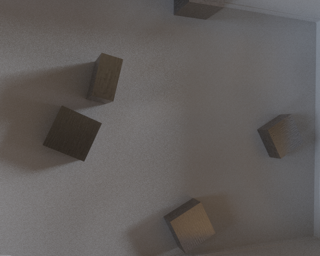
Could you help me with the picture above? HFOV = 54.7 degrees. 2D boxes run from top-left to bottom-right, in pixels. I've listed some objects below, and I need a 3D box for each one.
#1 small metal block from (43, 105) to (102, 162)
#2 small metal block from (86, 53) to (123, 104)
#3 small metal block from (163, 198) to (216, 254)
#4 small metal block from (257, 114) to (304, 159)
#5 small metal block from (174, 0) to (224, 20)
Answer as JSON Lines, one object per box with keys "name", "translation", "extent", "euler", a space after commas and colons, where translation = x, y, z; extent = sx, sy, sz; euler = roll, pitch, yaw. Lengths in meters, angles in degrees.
{"name": "small metal block", "translation": [-0.105, 0.007, 0.372], "extent": [0.050, 0.025, 0.050], "euler": [26, 82, -18]}
{"name": "small metal block", "translation": [-0.068, -0.058, 0.372], "extent": [0.025, 0.050, 0.050], "euler": [14, 86, -20]}
{"name": "small metal block", "translation": [0.041, 0.133, 0.426], "extent": [0.050, 0.025, 0.050], "euler": [-28, 99, -18]}
{"name": "small metal block", "translation": [0.186, 0.012, 0.479], "extent": [0.050, 0.025, 0.050], "euler": [-30, 100, -18]}
{"name": "small metal block", "translation": [0.051, -0.169, 0.416], "extent": [0.050, 0.050, 0.025], "euler": [0, 90, -20]}
